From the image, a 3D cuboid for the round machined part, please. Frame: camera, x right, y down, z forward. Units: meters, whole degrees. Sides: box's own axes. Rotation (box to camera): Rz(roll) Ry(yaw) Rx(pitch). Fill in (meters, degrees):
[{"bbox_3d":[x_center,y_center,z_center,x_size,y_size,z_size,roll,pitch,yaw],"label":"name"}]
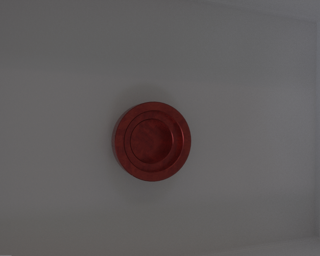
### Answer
[{"bbox_3d":[-0.013,0.017,0.396,0.099,0.042,0.097,0,90,-20],"label":"round machined part"}]
